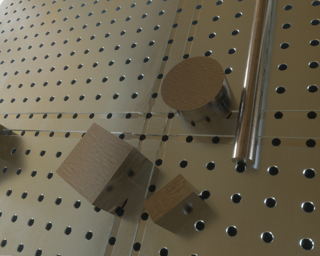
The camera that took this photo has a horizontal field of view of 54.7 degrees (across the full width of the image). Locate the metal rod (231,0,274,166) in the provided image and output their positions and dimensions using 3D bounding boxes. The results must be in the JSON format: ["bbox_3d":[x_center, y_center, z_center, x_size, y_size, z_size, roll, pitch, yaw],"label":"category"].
[{"bbox_3d":[0.126,-0.095,0.399,0.025,0.025,0.300,1,62,28],"label":"metal rod"}]

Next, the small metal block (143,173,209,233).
[{"bbox_3d":[0.018,0.082,0.332,0.050,0.050,0.025,-39,51,2],"label":"small metal block"}]

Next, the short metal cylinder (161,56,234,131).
[{"bbox_3d":[0.048,-0.043,0.392,0.080,0.050,0.080,-13,56,20],"label":"short metal cylinder"}]

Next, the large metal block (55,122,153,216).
[{"bbox_3d":[-0.071,0.051,0.397,0.080,0.050,0.080,28,77,37],"label":"large metal block"}]

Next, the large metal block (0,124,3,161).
[{"bbox_3d":[-0.325,0.033,0.539,0.080,0.050,0.080,-30,52,8],"label":"large metal block"}]
